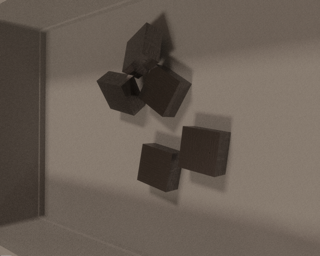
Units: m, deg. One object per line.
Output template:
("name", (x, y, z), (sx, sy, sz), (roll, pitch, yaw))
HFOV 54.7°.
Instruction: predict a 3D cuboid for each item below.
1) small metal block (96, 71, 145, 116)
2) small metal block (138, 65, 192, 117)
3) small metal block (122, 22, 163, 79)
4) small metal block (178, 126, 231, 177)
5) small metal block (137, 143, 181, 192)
("small metal block", (-0.054, -0.049, 0.432), (0.050, 0.025, 0.050), (17, 142, 38))
("small metal block", (0.005, -0.048, 0.401), (0.050, 0.025, 0.050), (40, 114, 32))
("small metal block", (-0.023, -0.100, 0.406), (0.050, 0.025, 0.050), (-27, 50, 50))
("small metal block", (0.052, 0.026, 0.363), (0.050, 0.025, 0.050), (11, 97, 39))
("small metal block", (0.000, 0.050, 0.405), (0.050, 0.025, 0.050), (15, 100, 38))
